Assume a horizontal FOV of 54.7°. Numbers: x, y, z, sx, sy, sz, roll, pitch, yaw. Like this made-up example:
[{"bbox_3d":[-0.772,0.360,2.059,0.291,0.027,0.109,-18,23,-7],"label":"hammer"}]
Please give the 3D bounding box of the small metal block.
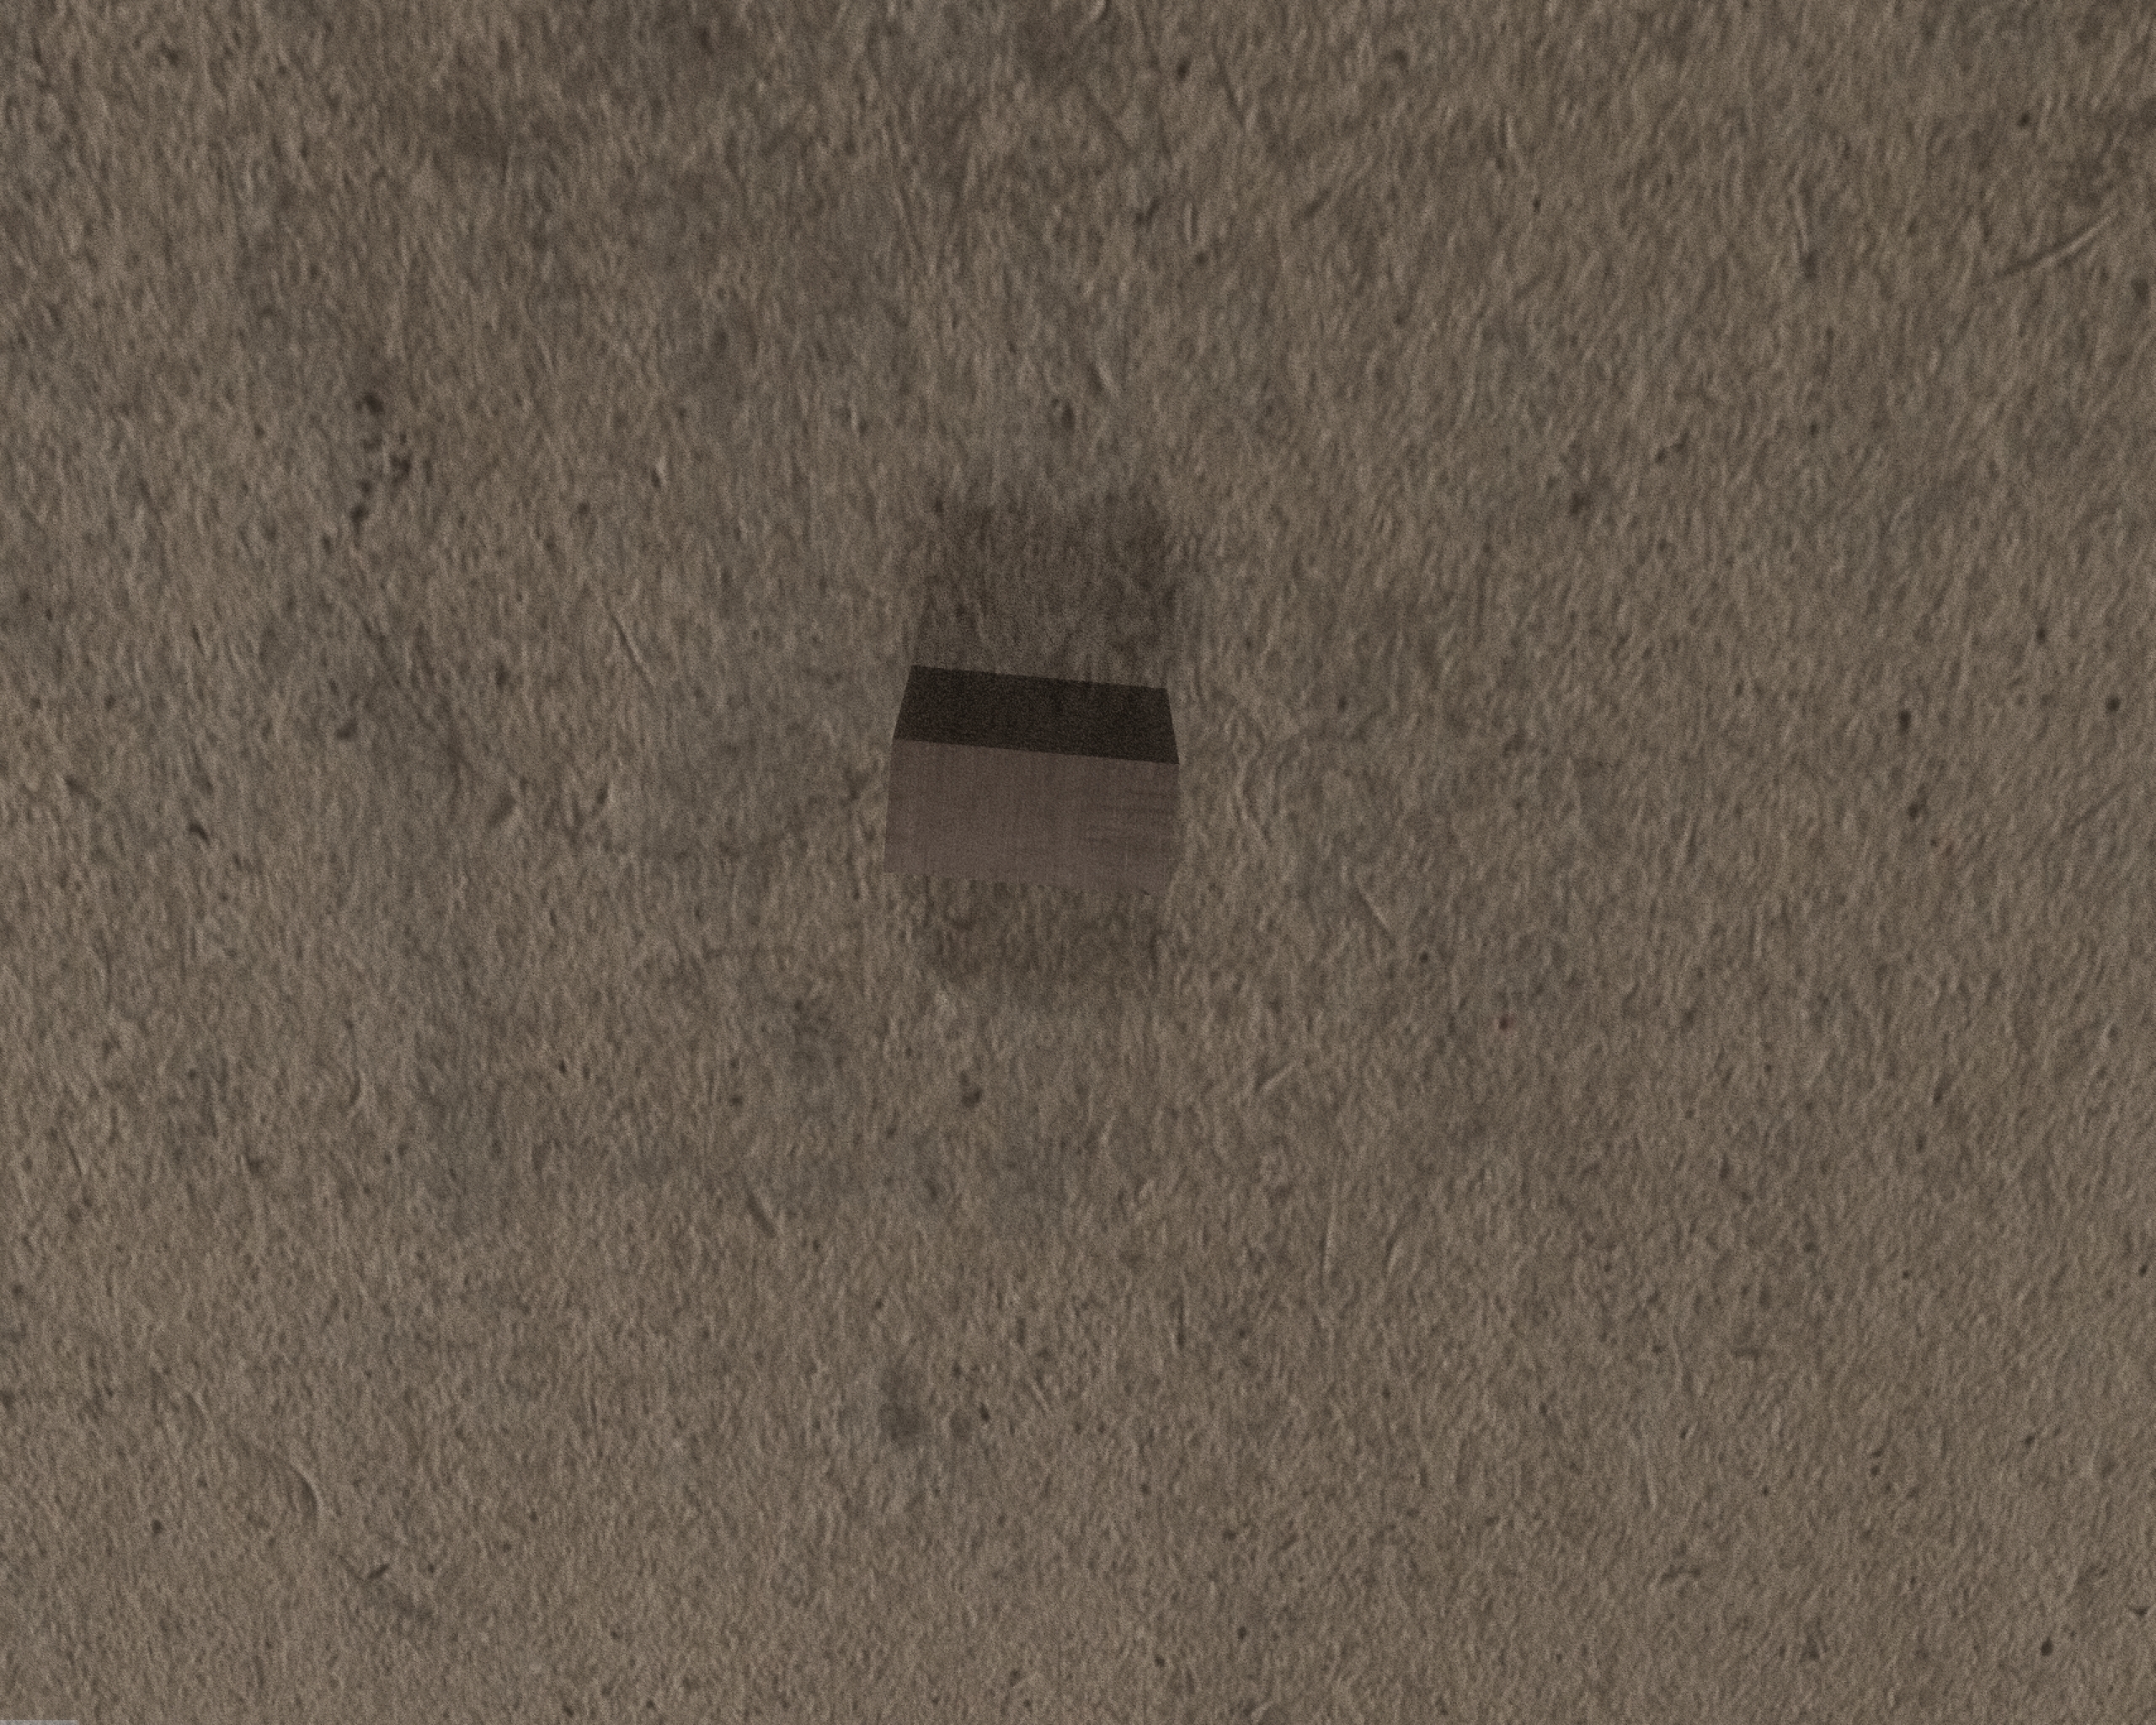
[{"bbox_3d":[-0.009,-0.016,0.391,0.050,0.050,0.025,5,110,-2],"label":"small metal block"}]
